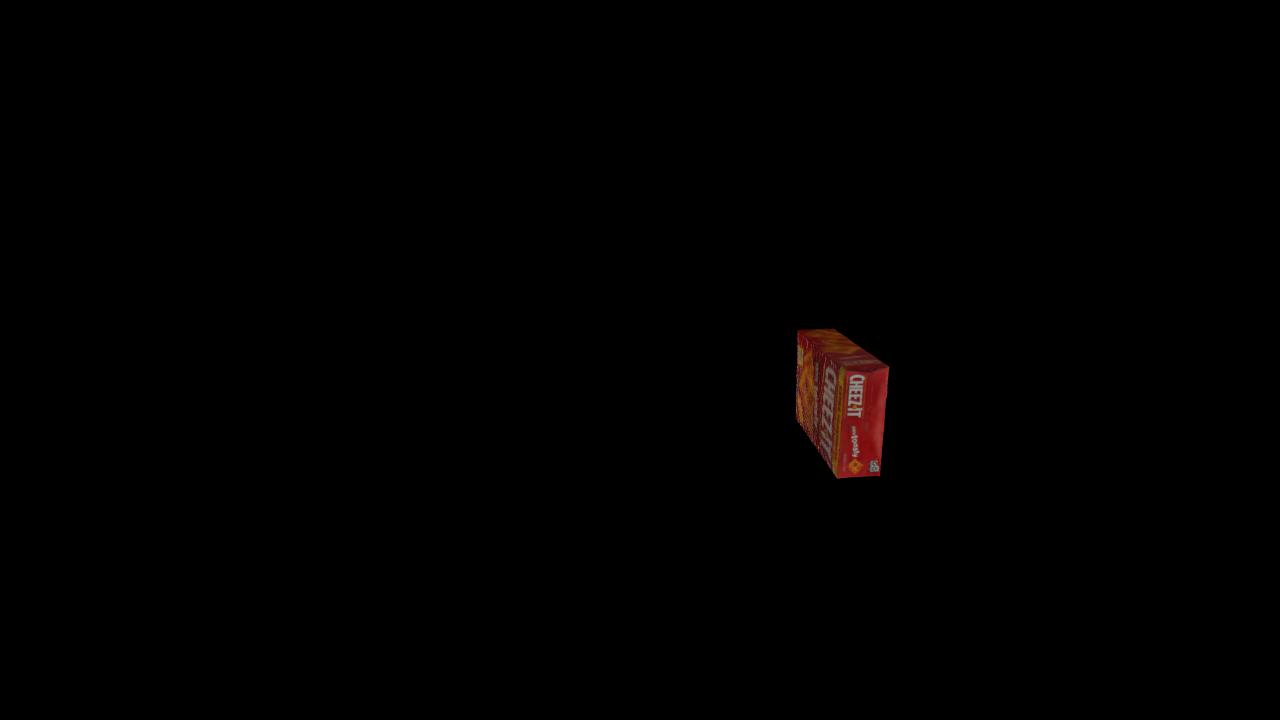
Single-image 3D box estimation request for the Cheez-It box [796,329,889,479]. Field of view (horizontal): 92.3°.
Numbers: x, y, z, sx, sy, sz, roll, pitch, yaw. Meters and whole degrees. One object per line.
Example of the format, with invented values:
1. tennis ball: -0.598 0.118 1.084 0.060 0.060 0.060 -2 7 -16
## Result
1. Cheez-It box: 0.300 0.058 0.940 0.071 0.166 0.223 -4 17 -1
